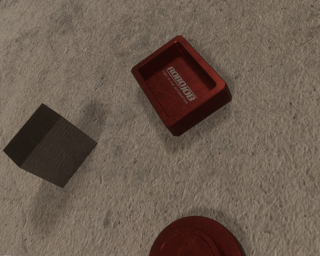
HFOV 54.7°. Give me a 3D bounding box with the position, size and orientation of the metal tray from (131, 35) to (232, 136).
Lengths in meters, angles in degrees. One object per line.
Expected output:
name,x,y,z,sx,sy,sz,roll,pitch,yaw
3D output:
metal tray,0.025,-0.062,0.424,0.090,0.030,0.130,-35,51,4

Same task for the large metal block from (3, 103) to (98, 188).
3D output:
large metal block,-0.148,0.026,0.428,0.050,0.080,0.080,28,77,37

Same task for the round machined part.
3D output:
round machined part,0.031,0.133,0.295,0.098,0.042,0.098,-13,56,20
